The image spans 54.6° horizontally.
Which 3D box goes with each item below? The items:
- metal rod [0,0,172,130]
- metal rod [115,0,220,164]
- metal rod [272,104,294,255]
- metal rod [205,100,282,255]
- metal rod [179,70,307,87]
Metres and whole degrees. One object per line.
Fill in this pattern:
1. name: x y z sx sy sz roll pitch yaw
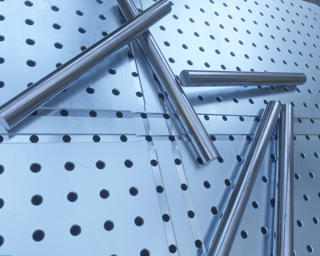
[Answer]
1. metal rod: -0.079 -0.100 0.406 0.025 0.025 0.301 43 57 1
2. metal rod: 0.005 -0.084 0.461 0.025 0.025 0.299 -16 70 -34
3. metal rod: 0.183 0.080 0.457 0.025 0.025 0.300 27 52 -11
4. metal rod: 0.128 0.057 0.441 0.025 0.025 0.301 38 51 -3
5. metal rod: 0.158 -0.084 0.530 0.302 0.025 0.025 -6 65 -35
